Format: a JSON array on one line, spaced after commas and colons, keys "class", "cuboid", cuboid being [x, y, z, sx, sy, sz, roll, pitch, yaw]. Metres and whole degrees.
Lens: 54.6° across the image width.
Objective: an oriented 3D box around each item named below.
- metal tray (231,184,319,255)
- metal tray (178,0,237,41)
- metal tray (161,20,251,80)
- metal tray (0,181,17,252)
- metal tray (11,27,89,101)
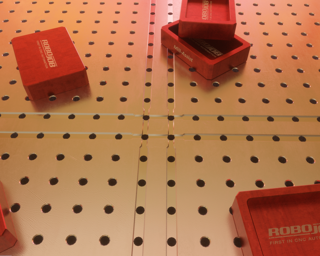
[{"class": "metal tray", "cuboid": [0.149, 0.106, 0.316, 0.131, 0.030, 0.090, -5, 50, -4]}, {"class": "metal tray", "cuboid": [0.082, -0.203, 0.536, 0.090, 0.030, 0.130, 5, 50, 4]}, {"class": "metal tray", "cuboid": [0.074, -0.143, 0.524, 0.091, 0.030, 0.130, -30, 56, -23]}, {"class": "metal tray", "cuboid": [-0.226, 0.106, 0.315, 0.131, 0.030, 0.090, -24, 54, -19]}, {"class": "metal tray", "cuboid": [-0.177, -0.107, 0.494, 0.091, 0.030, 0.130, -20, 53, -16]}]
